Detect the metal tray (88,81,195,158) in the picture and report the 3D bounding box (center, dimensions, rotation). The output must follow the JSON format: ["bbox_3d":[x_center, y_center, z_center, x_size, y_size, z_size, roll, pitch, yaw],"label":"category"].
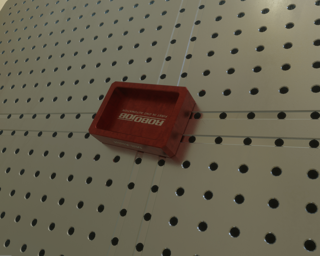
[{"bbox_3d":[-0.027,-0.016,0.429,0.130,0.030,0.090,10,66,32],"label":"metal tray"}]
